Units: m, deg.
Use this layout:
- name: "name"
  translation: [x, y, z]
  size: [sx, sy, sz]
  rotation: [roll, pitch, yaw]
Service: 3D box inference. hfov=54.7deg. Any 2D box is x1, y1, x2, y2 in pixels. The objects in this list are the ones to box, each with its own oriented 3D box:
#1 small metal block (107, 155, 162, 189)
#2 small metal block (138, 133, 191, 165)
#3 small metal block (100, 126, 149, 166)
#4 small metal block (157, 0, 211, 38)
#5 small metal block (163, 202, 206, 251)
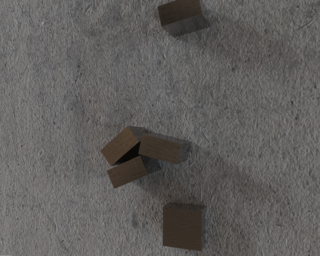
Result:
- name: "small metal block"
  translation: [-0.032, 0.055, 0.407]
  size: [0.050, 0.050, 0.025]
  rotation: [-26, 82, 18]
- name: "small metal block"
  translation: [0.008, 0.025, 0.393]
  size: [0.050, 0.050, 0.025]
  rotation: [14, 95, 19]
- name: "small metal block"
  translation: [-0.042, 0.024, 0.410]
  size: [0.050, 0.050, 0.025]
  rotation: [-41, 74, 15]
- name: "small metal block"
  translation: [0.031, -0.138, 0.385]
  size: [0.050, 0.050, 0.025]
  rotation: [-12, 86, 19]
- name: "small metal block"
  translation: [0.032, 0.125, 0.398]
  size: [0.050, 0.025, 0.050]
  rotation: [0, 90, 20]
